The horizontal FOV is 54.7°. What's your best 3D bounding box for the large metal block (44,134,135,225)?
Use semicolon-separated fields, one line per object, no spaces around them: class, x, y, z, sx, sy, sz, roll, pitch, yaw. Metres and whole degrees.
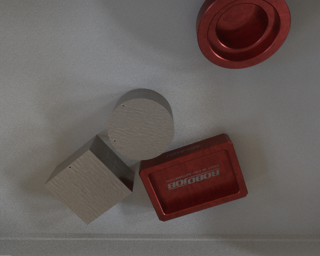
large metal block;-0.093;0.070;0.423;0.080;0.050;0.080;-38;106;12

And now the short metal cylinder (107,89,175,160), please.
short metal cylinder;-0.023;-0.006;0.396;0.081;0.050;0.079;0;110;-1

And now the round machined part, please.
round machined part;0.090;-0.118;0.347;0.099;0.042;0.097;0;138;0

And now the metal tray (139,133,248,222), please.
metal tray;0.047;0.071;0.435;0.131;0.030;0.090;-19;109;6
